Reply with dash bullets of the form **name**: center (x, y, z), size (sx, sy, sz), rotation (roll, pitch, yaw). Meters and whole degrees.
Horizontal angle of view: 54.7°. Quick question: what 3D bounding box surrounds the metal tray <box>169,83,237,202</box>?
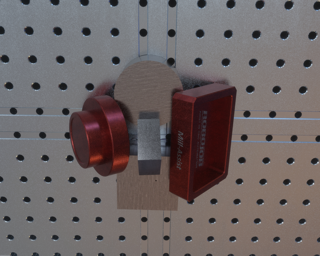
- **metal tray**: center (0.054, 0.015, 0.386), size (0.030, 0.091, 0.129), rotation (19, 116, 39)

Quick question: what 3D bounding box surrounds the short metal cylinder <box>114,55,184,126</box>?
- **short metal cylinder**: center (-0.013, -0.046, 0.382), size (0.081, 0.050, 0.079), rotation (0, 110, 0)

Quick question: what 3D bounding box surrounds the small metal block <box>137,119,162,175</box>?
- **small metal block**: center (-0.013, 0.023, 0.363), size (0.025, 0.050, 0.050), rotation (-1, 152, -3)

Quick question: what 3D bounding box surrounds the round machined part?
- **round machined part**: center (-0.078, 0.012, 0.374), size (0.042, 0.098, 0.097), rotation (-11, 114, -32)

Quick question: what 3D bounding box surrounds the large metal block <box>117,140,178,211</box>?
- **large metal block**: center (-0.015, 0.063, 0.423), size (0.081, 0.050, 0.079), rotation (2, 110, -1)
